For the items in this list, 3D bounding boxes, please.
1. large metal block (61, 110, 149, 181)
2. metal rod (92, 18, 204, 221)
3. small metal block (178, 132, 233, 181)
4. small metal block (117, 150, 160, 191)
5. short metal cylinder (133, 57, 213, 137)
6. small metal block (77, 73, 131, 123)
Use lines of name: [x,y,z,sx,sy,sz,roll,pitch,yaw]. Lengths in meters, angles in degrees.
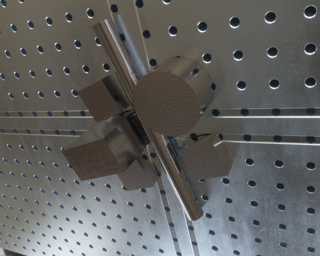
large metal block: [-0.070,0.023,0.423,0.080,0.080,0.050,-16,110,34]
metal rod: [-0.008,0.002,0.415,0.025,0.025,0.299,-13,112,33]
small metal block: [0.059,0.038,0.402,0.050,0.025,0.050,-15,111,34]
small metal block: [-0.037,0.065,0.469,0.050,0.025,0.050,-17,110,34]
short metal cylinder: [0.016,-0.037,0.362,0.080,0.050,0.079,13,124,20]
small metal block: [-0.077,-0.041,0.425,0.050,0.025,0.050,-19,109,35]
